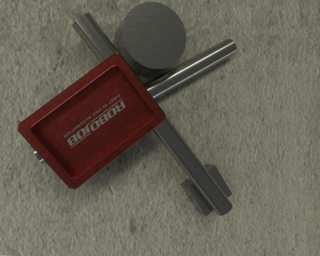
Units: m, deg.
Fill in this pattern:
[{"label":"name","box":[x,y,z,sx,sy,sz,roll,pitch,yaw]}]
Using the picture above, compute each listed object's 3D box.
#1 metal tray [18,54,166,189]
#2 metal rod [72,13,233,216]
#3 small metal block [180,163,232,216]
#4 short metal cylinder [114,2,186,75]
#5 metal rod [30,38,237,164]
[{"label":"metal tray","box":[-0.071,-0.008,0.341,0.130,0.030,0.090,-38,102,-4]},{"label":"metal rod","box":[-0.001,-0.007,0.385,0.025,0.025,0.300,-41,103,-16]},{"label":"small metal block","box":[0.065,0.086,0.435,0.050,0.025,0.050,-35,102,-17]},{"label":"short metal cylinder","box":[-0.014,-0.110,0.392,0.081,0.050,0.079,0,90,-21]},{"label":"metal rod","box":[-0.020,-0.044,0.404,0.302,0.025,0.025,-31,101,-18]}]
